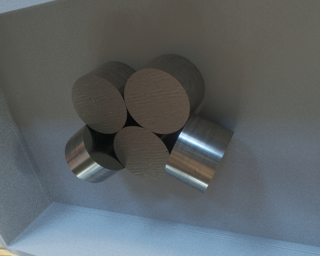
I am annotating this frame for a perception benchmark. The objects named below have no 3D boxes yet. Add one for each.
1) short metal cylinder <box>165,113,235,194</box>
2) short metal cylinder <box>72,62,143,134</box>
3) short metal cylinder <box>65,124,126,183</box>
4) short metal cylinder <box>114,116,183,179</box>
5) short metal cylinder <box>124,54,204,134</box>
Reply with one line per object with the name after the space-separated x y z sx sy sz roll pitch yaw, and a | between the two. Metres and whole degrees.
0.047 0.029 0.364 0.050 0.080 0.079 26 128 12 | short metal cylinder
-0.065 -0.039 0.401 0.080 0.050 0.079 13 124 21 | short metal cylinder
-0.084 0.031 0.435 0.050 0.080 0.080 -34 99 38 | short metal cylinder
-0.013 0.021 0.410 0.080 0.050 0.079 13 124 21 | short metal cylinder
0.006 -0.040 0.363 0.080 0.050 0.079 13 124 21 | short metal cylinder
